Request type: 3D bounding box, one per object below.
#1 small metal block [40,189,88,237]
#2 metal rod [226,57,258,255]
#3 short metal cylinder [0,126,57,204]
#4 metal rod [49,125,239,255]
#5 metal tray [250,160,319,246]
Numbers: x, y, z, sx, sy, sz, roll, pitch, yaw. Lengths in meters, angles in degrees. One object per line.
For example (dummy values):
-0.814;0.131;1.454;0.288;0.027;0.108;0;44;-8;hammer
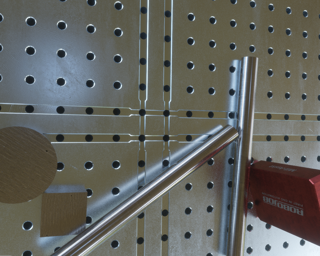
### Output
-0.115;0.100;0.371;0.050;0.025;0.050;3;89;-20;small metal block
0.122;0.045;0.459;0.025;0.025;0.298;5;88;-20;metal rod
-0.157;0.038;0.342;0.081;0.050;0.079;0;90;-20;short metal cylinder
-0.011;0.082;0.394;0.302;0.025;0.025;-33;101;-23;metal rod
0.178;0.097;0.425;0.030;0.130;0.089;-18;97;-19;metal tray
